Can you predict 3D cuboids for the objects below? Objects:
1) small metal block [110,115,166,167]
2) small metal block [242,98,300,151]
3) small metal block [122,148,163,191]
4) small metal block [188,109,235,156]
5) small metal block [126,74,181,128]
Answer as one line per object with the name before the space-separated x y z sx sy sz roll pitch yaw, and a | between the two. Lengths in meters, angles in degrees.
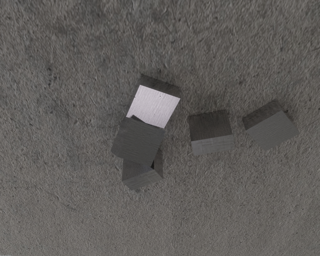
small metal block | -0.028 0.017 0.399 0.050 0.025 0.050 21 92 -32
small metal block | 0.145 -0.003 0.406 0.050 0.025 0.050 -34 123 25
small metal block | -0.024 0.054 0.435 0.050 0.050 0.025 -23 130 18
small metal block | 0.065 0.005 0.396 0.050 0.050 0.025 -10 129 8
small metal block | -0.009 -0.032 0.380 0.050 0.025 0.050 17 128 -14
